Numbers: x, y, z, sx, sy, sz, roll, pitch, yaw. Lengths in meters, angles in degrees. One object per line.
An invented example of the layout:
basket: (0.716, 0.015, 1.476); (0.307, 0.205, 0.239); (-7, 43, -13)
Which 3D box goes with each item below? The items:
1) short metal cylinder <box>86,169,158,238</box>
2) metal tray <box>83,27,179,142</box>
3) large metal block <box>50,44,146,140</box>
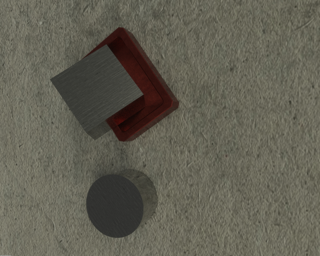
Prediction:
short metal cylinder: (-0.049, 0.098, 0.412); (0.080, 0.050, 0.079); (0, 90, 19)
metal tray: (-0.046, -0.058, 0.421); (0.090, 0.030, 0.130); (-36, 79, 16)
large metal block: (-0.075, -0.043, 0.392); (0.080, 0.050, 0.080); (-35, 80, -7)
